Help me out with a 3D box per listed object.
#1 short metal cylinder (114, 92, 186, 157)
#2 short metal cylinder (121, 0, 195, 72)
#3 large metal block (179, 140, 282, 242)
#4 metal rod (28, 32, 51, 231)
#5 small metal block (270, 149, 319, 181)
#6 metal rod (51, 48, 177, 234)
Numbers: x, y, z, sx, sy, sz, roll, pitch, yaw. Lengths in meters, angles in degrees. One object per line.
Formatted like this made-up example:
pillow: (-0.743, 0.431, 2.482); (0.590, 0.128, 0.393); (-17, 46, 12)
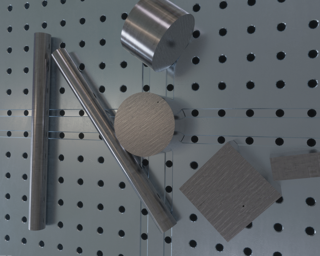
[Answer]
short metal cylinder: (-0.012, -0.005, 0.403); (0.080, 0.050, 0.079); (0, 90, 20)
short metal cylinder: (-0.002, -0.117, 0.384); (0.050, 0.080, 0.080); (39, 102, 16)
large metal block: (0.084, 0.072, 0.370); (0.080, 0.050, 0.080); (47, 104, 14)
metal rod: (-0.185, 0.006, 0.477); (0.025, 0.025, 0.298); (2, 91, 20)
small metal block: (0.151, 0.040, 0.346); (0.050, 0.050, 0.025); (-9, 87, 19)
metal rod: (-0.070, 0.010, 0.437); (0.025, 0.025, 0.299); (-37, 78, 16)
